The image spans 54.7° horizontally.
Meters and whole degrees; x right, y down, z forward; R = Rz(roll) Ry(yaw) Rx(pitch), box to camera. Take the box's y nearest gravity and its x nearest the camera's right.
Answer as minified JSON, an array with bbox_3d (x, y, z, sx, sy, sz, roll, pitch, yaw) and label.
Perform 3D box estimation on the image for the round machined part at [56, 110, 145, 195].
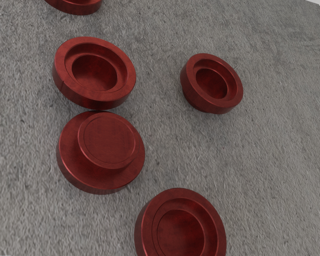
[{"bbox_3d":[-0.062,0.021,0.347,0.099,0.042,0.098,14,56,-21],"label":"round machined part"}]

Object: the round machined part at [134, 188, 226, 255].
[{"bbox_3d":[0.018,0.117,0.331,0.099,0.042,0.098,14,56,-21],"label":"round machined part"}]

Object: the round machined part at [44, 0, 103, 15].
[{"bbox_3d":[-0.129,-0.218,0.456,0.099,0.042,0.098,14,56,-21],"label":"round machined part"}]

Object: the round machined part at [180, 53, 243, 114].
[{"bbox_3d":[0.074,-0.062,0.470,0.099,0.042,0.098,14,56,-21],"label":"round machined part"}]

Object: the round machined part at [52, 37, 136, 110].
[{"bbox_3d":[-0.083,-0.063,0.385,0.099,0.042,0.098,14,55,-20],"label":"round machined part"}]
